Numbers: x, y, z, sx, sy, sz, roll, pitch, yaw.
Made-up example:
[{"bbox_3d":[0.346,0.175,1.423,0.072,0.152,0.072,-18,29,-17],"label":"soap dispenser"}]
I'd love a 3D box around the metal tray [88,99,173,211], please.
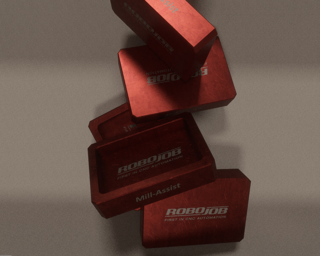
[{"bbox_3d":[-0.023,0.030,0.408,0.090,0.030,0.130,-28,90,-1],"label":"metal tray"}]

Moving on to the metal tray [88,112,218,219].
[{"bbox_3d":[-0.012,0.038,0.349,0.131,0.090,0.030,-19,131,-1],"label":"metal tray"}]

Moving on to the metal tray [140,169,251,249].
[{"bbox_3d":[0.042,0.100,0.388,0.131,0.030,0.089,0,105,-10],"label":"metal tray"}]

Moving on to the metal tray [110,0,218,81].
[{"bbox_3d":[-0.002,-0.118,0.338,0.030,0.090,0.130,-44,84,-9],"label":"metal tray"}]

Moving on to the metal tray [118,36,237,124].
[{"bbox_3d":[0.020,-0.063,0.390,0.131,0.030,0.090,-12,77,-9],"label":"metal tray"}]
